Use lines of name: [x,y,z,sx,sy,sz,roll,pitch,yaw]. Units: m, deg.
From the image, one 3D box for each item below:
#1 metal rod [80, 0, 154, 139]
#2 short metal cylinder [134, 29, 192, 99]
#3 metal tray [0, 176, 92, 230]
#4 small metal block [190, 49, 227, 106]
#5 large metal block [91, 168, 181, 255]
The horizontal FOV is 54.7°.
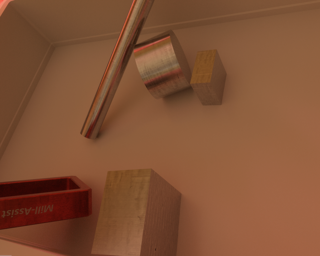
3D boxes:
metal rod: [-0.043,-0.119,0.416,0.025,0.025,0.298,38,110,38]
short metal cylinder: [0.006,-0.085,0.418,0.050,0.080,0.080,-20,54,16]
metal tray: [-0.153,0.082,0.352,0.090,0.131,0.030,4,95,63]
small metal block: [0.063,-0.063,0.394,0.025,0.050,0.050,0,62,28]
large metal block: [-0.019,0.095,0.321,0.050,0.080,0.080,-7,59,24]
